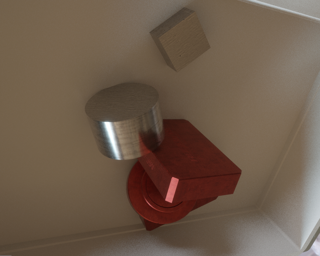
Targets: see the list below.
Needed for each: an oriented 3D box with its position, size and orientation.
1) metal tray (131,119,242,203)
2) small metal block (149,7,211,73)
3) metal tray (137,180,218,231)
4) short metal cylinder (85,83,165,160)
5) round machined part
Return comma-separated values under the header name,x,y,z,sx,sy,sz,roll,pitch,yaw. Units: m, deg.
name,x,y,z,sx,sy,sz,roll,pitch,yaw
metal tray,0.023,0.032,0.374,0.091,0.130,0.030,-1,119,-29
small metal block,0.024,-0.102,0.360,0.050,0.025,0.050,-37,130,-4
metal tray,0.027,0.096,0.482,0.131,0.030,0.089,-21,127,-16
short metal cylinder,-0.037,-0.010,0.348,0.081,0.080,0.050,-22,127,-16
round machined part,0.006,0.078,0.415,0.099,0.042,0.098,3,76,-12
